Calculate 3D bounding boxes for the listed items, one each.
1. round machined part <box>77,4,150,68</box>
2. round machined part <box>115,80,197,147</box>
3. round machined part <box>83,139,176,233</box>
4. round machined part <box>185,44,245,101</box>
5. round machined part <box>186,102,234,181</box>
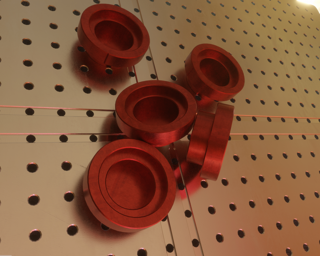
[{"bbox_3d":[-0.067,-0.124,0.438,0.099,0.042,0.098,14,56,-21],"label":"round machined part"},{"bbox_3d":[-0.005,-0.015,0.389,0.099,0.042,0.098,1,45,-1],"label":"round machined part"},{"bbox_3d":[-0.035,0.064,0.339,0.099,0.042,0.098,13,58,-22],"label":"round machined part"},{"bbox_3d":[0.082,-0.083,0.495,0.099,0.042,0.098,14,56,-21],"label":"round machined part"},{"bbox_3d":[0.062,0.015,0.394,0.042,0.097,0.098,14,52,9],"label":"round machined part"}]
